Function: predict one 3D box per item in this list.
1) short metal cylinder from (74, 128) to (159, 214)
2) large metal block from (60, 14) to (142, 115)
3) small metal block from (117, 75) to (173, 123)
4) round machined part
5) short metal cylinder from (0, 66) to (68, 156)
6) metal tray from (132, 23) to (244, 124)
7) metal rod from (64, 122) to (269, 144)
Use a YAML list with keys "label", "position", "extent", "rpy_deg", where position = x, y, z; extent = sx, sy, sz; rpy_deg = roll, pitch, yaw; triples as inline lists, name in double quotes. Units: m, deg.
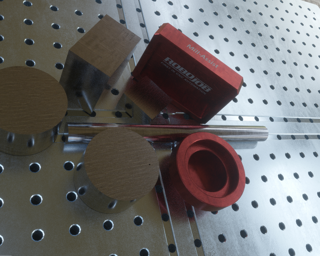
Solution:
- label: "short metal cylinder"
  position: [-0.048, 0.047, 0.337]
  extent: [0.081, 0.050, 0.080]
  rpy_deg: [14, 56, -21]
- label: "large metal block"
  position: [-0.075, -0.077, 0.379]
  extent: [0.050, 0.080, 0.080]
  rpy_deg: [34, 51, -7]
- label: "small metal block"
  position: [-0.020, -0.036, 0.419]
  extent: [0.050, 0.025, 0.050]
  rpy_deg: [43, 51, 1]
- label: "round machined part"
  position: [0.055, 0.057, 0.392]
  extent: [0.099, 0.042, 0.098]
  rpy_deg: [14, 56, -21]
- label: "short metal cylinder"
  position: [-0.143, -0.018, 0.325]
  extent: [0.081, 0.050, 0.080]
  rpy_deg: [14, 56, -21]
- label: "metal tray"
  position: [0.036, -0.070, 0.428]
  extent: [0.130, 0.090, 0.030]
  rpy_deg: [35, 51, -6]
- label: "metal rod"
  position: [0.028, 0.007, 0.418]
  extent: [0.303, 0.025, 0.025]
  rpy_deg: [1, 62, -28]
